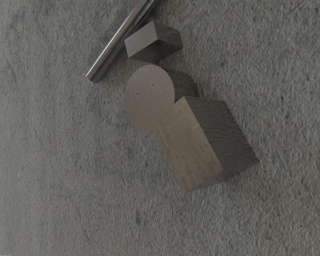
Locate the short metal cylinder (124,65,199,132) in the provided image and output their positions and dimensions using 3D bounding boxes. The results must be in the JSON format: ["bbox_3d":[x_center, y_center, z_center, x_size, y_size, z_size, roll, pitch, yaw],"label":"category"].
[{"bbox_3d":[0.001,-0.035,0.386,0.080,0.050,0.079,0,90,39],"label":"short metal cylinder"}]

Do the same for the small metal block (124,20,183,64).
[{"bbox_3d":[-0.008,-0.107,0.393,0.050,0.050,0.025,-22,77,37],"label":"small metal block"}]

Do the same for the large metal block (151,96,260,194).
[{"bbox_3d":[0.049,0.016,0.328,0.050,0.081,0.080,-39,67,33],"label":"large metal block"}]

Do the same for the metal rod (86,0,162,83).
[{"bbox_3d":[-0.014,-0.171,0.414,0.299,0.025,0.025,-45,64,30],"label":"metal rod"}]
